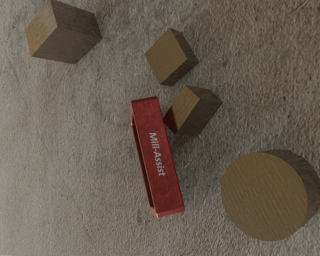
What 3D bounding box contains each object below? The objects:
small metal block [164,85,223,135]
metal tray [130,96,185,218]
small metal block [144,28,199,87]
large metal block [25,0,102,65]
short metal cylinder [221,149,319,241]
[{"bbox_3d":[0.038,-0.020,0.357,0.025,0.050,0.050,48,118,29],"label":"small metal block"},{"bbox_3d":[-0.007,0.037,0.373,0.090,0.030,0.129,116,142,-76],"label":"metal tray"},{"bbox_3d":[0.014,-0.089,0.394,0.050,0.025,0.050,-39,66,33],"label":"small metal block"},{"bbox_3d":[-0.155,-0.150,0.497,0.080,0.081,0.050,-30,72,36],"label":"large metal block"},{"bbox_3d":[0.107,0.062,0.300,0.080,0.050,0.079,0,90,40],"label":"short metal cylinder"}]
